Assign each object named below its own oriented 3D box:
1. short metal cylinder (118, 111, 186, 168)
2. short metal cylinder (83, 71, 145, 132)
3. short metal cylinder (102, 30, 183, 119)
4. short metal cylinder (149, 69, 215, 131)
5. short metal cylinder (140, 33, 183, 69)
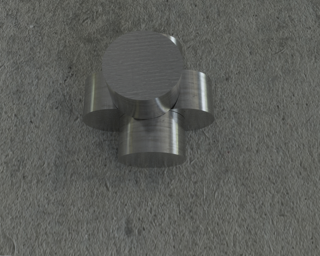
[{"bbox_3d":[-0.009,0.015,0.374,0.081,0.080,0.050,0,70,-1],"label":"short metal cylinder"},{"bbox_3d":[-0.055,-0.031,0.391,0.081,0.080,0.050,-1,70,-1],"label":"short metal cylinder"},{"bbox_3d":[-0.017,-0.055,0.331,0.081,0.050,0.080,0,70,0],"label":"short metal cylinder"},{"bbox_3d":[0.027,-0.032,0.392,0.081,0.080,0.050,0,70,-1],"label":"short metal cylinder"},{"bbox_3d":[-0.009,-0.080,0.409,0.081,0.080,0.050,-2,70,-1],"label":"short metal cylinder"}]
